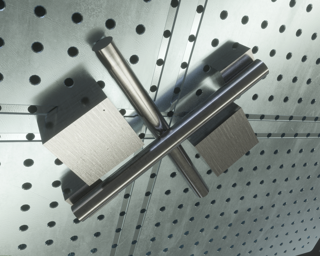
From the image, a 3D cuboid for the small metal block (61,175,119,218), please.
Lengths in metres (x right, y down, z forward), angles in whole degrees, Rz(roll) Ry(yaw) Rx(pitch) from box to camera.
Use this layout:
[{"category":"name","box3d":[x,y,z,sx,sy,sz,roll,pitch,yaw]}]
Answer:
[{"category":"small metal block","box3d":[-0.093,0.085,0.413,0.050,0.025,0.050,-39,129,-2]}]

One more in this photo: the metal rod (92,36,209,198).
[{"category":"metal rod","box3d":[0.005,0.008,0.417,0.025,0.025,0.300,-37,129,-4]}]

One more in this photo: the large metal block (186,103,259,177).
[{"category":"large metal block","box3d":[0.085,0.011,0.448,0.080,0.050,0.080,-40,129,-1]}]

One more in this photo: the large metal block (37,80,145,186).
[{"category":"large metal block","box3d":[-0.078,0.006,0.356,0.080,0.050,0.080,-37,129,-3]}]

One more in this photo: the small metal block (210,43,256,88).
[{"category":"small metal block","box3d":[0.103,-0.077,0.420,0.050,0.025,0.050,-38,129,-3]}]

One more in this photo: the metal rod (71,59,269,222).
[{"category":"metal rod","box3d":[0.014,0.014,0.395,0.301,0.025,0.025,-38,129,-2]}]
